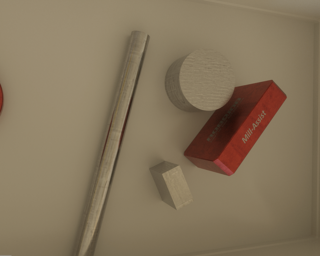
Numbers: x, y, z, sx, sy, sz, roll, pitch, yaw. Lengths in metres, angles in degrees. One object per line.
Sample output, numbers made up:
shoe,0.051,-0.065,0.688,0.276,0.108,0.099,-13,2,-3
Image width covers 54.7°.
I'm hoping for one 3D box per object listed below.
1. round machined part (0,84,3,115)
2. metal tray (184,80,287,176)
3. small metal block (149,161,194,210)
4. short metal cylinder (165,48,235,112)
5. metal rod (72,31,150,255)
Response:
round machined part,-0.217,-0.032,0.318,0.099,0.042,0.097,0,90,-24
metal tray,0.097,-0.002,0.413,0.030,0.090,0.130,42,77,-16
small metal block,0.014,0.073,0.404,0.025,0.050,0.050,-25,99,-19
short metal cylinder,0.053,-0.062,0.418,0.081,0.050,0.079,0,90,-21
metal rod,-0.061,0.024,0.388,0.025,0.025,0.299,16,85,-20
